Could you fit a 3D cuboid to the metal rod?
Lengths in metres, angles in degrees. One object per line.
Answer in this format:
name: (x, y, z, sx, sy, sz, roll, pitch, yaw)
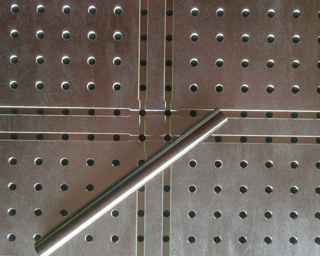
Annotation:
metal rod: (-0.037, 0.073, 0.412, 0.301, 0.025, 0.025, -37, 90, -1)
